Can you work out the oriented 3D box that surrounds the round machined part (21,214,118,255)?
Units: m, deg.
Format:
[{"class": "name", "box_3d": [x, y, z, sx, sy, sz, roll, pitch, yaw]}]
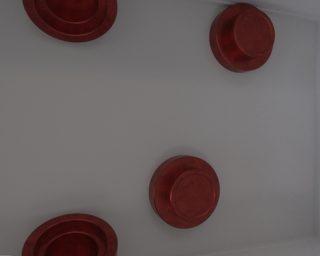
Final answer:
[{"class": "round machined part", "box_3d": [-0.097, 0.144, 0.342, 0.099, 0.098, 0.042, -5, 117, -20]}]

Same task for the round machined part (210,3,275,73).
[{"class": "round machined part", "box_3d": [0.125, -0.132, 0.447, 0.099, 0.042, 0.097, 0, 90, -20]}]

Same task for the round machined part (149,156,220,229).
[{"class": "round machined part", "box_3d": [0.038, 0.087, 0.416, 0.099, 0.042, 0.097, 0, 90, -20]}]

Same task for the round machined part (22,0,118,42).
[{"class": "round machined part", "box_3d": [-0.098, -0.148, 0.345, 0.099, 0.097, 0.042, 7, 53, -20]}]
